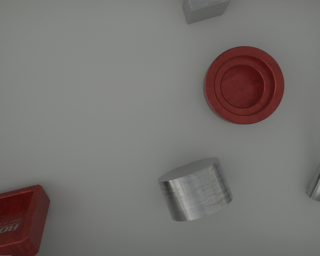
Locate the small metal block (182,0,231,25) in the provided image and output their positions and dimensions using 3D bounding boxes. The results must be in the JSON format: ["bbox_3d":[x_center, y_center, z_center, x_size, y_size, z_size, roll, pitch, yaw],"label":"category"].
[{"bbox_3d":[0.058,-0.160,0.400,0.050,0.050,0.025,-16,90,0],"label":"small metal block"}]

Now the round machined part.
[{"bbox_3d":[0.105,-0.053,0.404,0.099,0.042,0.097,0,90,-1],"label":"round machined part"}]

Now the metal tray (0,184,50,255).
[{"bbox_3d":[-0.209,0.123,0.375,0.131,0.090,0.030,-13,123,-1],"label":"metal tray"}]

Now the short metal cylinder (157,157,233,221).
[{"bbox_3d":[0.043,0.074,0.385,0.080,0.080,0.050,-21,90,0],"label":"short metal cylinder"}]

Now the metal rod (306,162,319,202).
[{"bbox_3d":[0.239,-0.042,0.357,0.025,0.025,0.298,13,114,-1],"label":"metal rod"}]
